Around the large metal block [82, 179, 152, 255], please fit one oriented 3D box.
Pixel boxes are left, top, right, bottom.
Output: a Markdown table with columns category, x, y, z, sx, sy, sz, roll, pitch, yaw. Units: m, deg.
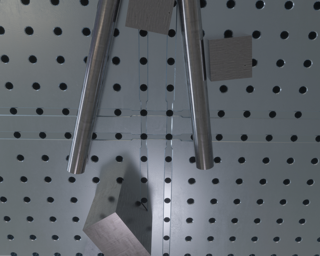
| category | x | y | z | sx | sy | sz | roll | pitch | yaw |
| --- | --- | --- | --- | --- | --- | --- | --- | --- | --- |
| large metal block | -0.054 | 0.133 | 0.433 | 0.050 | 0.080 | 0.080 | -31 | 107 | 11 |

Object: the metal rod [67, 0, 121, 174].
| category | x | y | z | sx | sy | sz | roll | pitch | yaw |
| --- | --- | --- | --- | --- | --- | --- | --- | --- | --- |
| metal rod | -0.079 | -0.077 | 0.384 | 0.025 | 0.025 | 0.298 | 14 | 109 | -5 |

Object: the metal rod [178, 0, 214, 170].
| category | x | y | z | sx | sy | sz | roll | pitch | yaw |
| --- | --- | --- | --- | --- | --- | --- | --- | --- | --- |
| metal rod | 0.043 | -0.086 | 0.381 | 0.025 | 0.025 | 0.298 | -7 | 110 | 2 |

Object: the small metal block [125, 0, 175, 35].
| category | x | y | z | sx | sy | sz | roll | pitch | yaw |
| --- | --- | --- | --- | --- | --- | --- | --- | --- | --- |
| small metal block | -0.011 | -0.140 | 0.362 | 0.050 | 0.025 | 0.050 | 10 | 110 | -4 |

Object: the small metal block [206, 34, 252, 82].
| category | x | y | z | sx | sy | sz | roll | pitch | yaw |
| --- | --- | --- | --- | --- | --- | --- | --- | --- | --- |
| small metal block | 0.085 | -0.087 | 0.382 | 0.050 | 0.025 | 0.050 | -6 | 110 | 2 |
